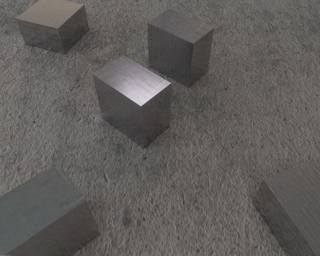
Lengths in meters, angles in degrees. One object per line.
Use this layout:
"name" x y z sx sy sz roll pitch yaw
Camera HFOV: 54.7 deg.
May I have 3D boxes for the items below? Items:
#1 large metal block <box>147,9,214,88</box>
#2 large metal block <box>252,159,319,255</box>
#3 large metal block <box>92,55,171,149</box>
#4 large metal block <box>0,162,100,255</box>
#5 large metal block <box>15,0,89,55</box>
"large metal block" 0.029 -0.120 0.468 0.080 0.080 0.050 32 57 24
"large metal block" 0.156 0.085 0.316 0.081 0.050 0.080 -17 52 -14
"large metal block" -0.034 -0.033 0.395 0.080 0.080 0.050 34 58 25
"large metal block" -0.110 0.092 0.290 0.080 0.080 0.050 -33 58 -24
"large metal block" -0.182 -0.179 0.536 0.080 0.050 0.080 17 52 13
